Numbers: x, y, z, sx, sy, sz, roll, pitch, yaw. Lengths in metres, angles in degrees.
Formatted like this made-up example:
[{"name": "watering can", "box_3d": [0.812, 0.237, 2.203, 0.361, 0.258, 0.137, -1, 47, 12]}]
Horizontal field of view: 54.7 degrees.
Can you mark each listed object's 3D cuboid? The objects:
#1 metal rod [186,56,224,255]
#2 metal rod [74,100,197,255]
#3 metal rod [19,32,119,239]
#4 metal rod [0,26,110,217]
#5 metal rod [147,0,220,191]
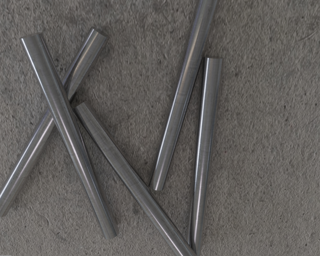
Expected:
[{"name": "metal rod", "box_3d": [0.058, 0.053, 0.429, 0.025, 0.025, 0.298, 3, 110, -1]}, {"name": "metal rod", "box_3d": [-0.024, 0.093, 0.429, 0.025, 0.025, 0.299, -31, 102, 11]}, {"name": "metal rod", "box_3d": [-0.106, 0.029, 0.400, 0.025, 0.025, 0.298, -12, 117, 4]}, {"name": "metal rod", "box_3d": [-0.153, 0.004, 0.409, 0.025, 0.025, 0.299, 32, 107, -11]}, {"name": "metal rod", "box_3d": [0.031, -0.054, 0.389, 0.025, 0.025, 0.298, 13, 110, -5]}]
